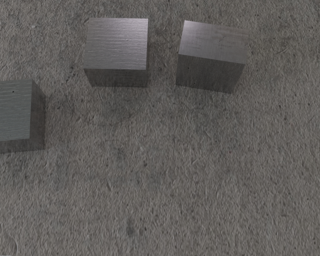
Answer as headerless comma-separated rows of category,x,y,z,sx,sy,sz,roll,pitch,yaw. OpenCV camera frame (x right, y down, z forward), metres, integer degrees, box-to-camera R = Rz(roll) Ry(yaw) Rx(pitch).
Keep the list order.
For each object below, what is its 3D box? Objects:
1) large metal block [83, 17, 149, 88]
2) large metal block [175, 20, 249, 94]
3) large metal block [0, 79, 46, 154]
large metal block,-0.057,-0.104,0.432,0.080,0.050,0.080,1,70,0
large metal block,0.066,-0.091,0.413,0.080,0.080,0.050,10,71,3
large metal block,-0.197,-0.013,0.398,0.081,0.050,0.080,-5,70,-2
